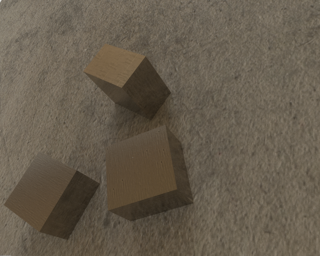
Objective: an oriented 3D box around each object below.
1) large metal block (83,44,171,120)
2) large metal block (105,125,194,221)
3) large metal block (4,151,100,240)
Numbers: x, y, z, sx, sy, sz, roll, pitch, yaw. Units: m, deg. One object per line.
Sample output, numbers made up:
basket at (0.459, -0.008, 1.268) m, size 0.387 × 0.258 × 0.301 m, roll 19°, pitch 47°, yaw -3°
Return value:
large metal block at (-0.044, -0.063, 0.429) m, size 0.080 × 0.080 × 0.050 m, roll 26°, pitch 76°, yaw 36°
large metal block at (-0.014, 0.054, 0.361) m, size 0.080 × 0.050 × 0.080 m, roll -21°, pitch 54°, yaw 15°
large metal block at (-0.141, 0.087, 0.406) m, size 0.080 × 0.050 × 0.080 m, roll 17°, pitch 71°, yaw 34°
